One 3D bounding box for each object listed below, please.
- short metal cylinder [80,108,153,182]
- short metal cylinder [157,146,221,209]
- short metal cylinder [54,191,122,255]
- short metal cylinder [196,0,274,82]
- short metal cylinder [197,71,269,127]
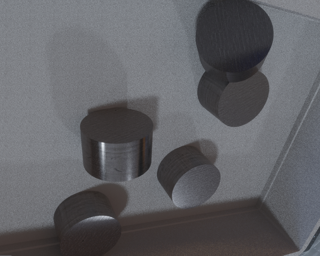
[{"bbox_3d":[-0.049,0.017,0.358,0.081,0.080,0.050,-11,123,-23],"label":"short metal cylinder"},{"bbox_3d":[0.043,0.073,0.463,0.081,0.050,0.079,-14,125,-21],"label":"short metal cylinder"},{"bbox_3d":[-0.099,0.133,0.422,0.081,0.050,0.079,-14,125,-21],"label":"short metal cylinder"},{"bbox_3d":[0.083,-0.096,0.352,0.080,0.080,0.050,-47,169,4],"label":"short metal cylinder"},{"bbox_3d":[0.098,-0.048,0.419,0.081,0.050,0.079,-14,125,-21],"label":"short metal cylinder"}]
